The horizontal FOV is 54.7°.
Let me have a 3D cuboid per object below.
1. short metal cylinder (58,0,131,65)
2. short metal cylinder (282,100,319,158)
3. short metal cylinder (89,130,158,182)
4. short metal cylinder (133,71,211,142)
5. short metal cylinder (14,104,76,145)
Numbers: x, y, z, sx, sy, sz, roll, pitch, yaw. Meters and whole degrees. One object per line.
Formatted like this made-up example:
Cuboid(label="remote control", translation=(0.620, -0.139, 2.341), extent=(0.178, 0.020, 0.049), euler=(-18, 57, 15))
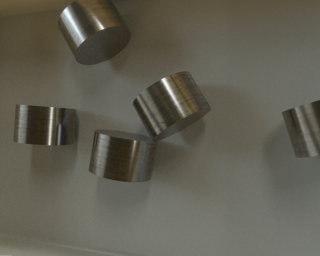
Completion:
Cuboid(label="short metal cylinder", translation=(-0.086, -0.128, 0.412), extent=(0.080, 0.080, 0.050), euler=(-33, 80, 17))
Cuboid(label="short metal cylinder", translation=(0.174, -0.004, 0.320), extent=(0.080, 0.080, 0.050), euler=(-17, 84, 19))
Cuboid(label="short metal cylinder", translation=(-0.047, 0.034, 0.398), extent=(0.080, 0.080, 0.050), euler=(11, 94, 19))
Cuboid(label="short metal cylinder", translation=(0.014, -0.025, 0.376), extent=(0.080, 0.080, 0.050), euler=(-32, 80, 17))
Cuboid(label="short metal cylinder", translation=(-0.162, -0.005, 0.438), extent=(0.080, 0.080, 0.050), euler=(5, 92, 20))
